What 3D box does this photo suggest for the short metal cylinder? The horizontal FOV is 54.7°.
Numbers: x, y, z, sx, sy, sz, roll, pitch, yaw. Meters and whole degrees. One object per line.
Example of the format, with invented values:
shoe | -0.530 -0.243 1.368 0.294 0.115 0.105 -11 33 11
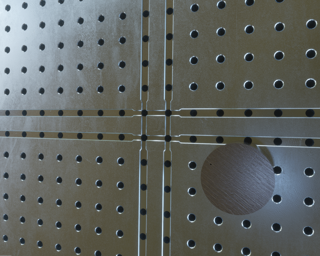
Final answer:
short metal cylinder | 0.093 0.056 0.366 0.080 0.050 0.079 0 90 19
